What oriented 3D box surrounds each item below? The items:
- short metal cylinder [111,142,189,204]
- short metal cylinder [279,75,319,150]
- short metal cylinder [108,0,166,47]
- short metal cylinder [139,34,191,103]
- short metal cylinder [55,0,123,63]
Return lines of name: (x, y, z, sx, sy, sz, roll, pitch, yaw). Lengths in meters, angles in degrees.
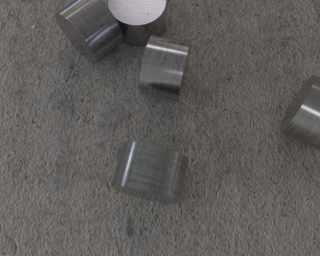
short metal cylinder: (-0.011, 0.054, 0.359, 0.080, 0.080, 0.050, 12, 71, 4)
short metal cylinder: (0.194, -0.019, 0.387, 0.050, 0.080, 0.080, 29, 73, 10)
short metal cylinder: (-0.032, -0.168, 0.456, 0.081, 0.050, 0.080, 0, 70, 0)
short metal cylinder: (0.008, -0.078, 0.407, 0.050, 0.080, 0.080, 13, 71, 5)
short metal cylinder: (-0.097, -0.138, 0.428, 0.050, 0.080, 0.080, -43, 76, -14)
